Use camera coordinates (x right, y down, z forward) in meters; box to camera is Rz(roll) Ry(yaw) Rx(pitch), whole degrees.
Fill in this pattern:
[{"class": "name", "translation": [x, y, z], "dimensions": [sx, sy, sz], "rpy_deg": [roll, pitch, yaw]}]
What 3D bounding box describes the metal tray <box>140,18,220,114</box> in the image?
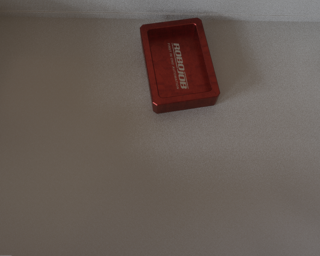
[{"class": "metal tray", "translation": [0.025, -0.090, 0.440], "dimensions": [0.091, 0.030, 0.129], "rpy_deg": [-9, 70, -4]}]
